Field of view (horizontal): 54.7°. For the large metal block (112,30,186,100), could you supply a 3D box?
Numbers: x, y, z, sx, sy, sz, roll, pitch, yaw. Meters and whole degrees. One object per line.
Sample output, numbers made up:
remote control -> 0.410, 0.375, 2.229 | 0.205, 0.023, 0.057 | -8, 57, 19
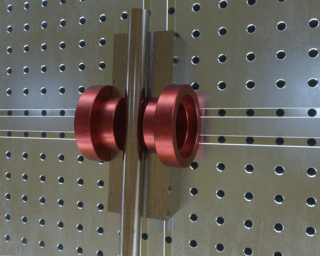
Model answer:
large metal block -> -0.014, -0.078, 0.404 | 0.080, 0.050, 0.079 | 2, 91, 20

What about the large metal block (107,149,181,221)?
large metal block -> -0.019, 0.069, 0.405 | 0.080, 0.050, 0.079 | 3, 91, 20

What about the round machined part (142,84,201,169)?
round machined part -> 0.013, -0.002, 0.369 | 0.042, 0.098, 0.097 | 2, 91, 25

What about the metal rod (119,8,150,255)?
metal rod -> -0.031, 0.011, 0.370 | 0.025, 0.025, 0.298 | 3, 91, 20

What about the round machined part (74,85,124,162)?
round machined part -> -0.062, -0.006, 0.395 | 0.042, 0.098, 0.097 | 2, 91, 20
